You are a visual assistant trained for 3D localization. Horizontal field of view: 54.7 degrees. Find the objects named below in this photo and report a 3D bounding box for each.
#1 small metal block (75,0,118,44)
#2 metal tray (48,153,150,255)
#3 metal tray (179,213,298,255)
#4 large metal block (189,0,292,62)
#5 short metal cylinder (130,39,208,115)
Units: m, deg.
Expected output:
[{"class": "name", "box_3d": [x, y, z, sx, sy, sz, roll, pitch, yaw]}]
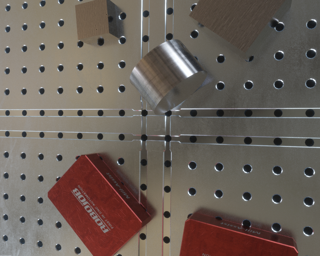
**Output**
[{"class": "small metal block", "box_3d": [-0.091, -0.152, 0.443, 0.050, 0.025, 0.050, -6, 88, 19]}, {"class": "metal tray", "box_3d": [-0.089, 0.111, 0.440, 0.090, 0.030, 0.130, -47, 76, 13]}, {"class": "metal tray", "box_3d": [0.090, 0.166, 0.378, 0.130, 0.030, 0.089, 10, 93, 19]}, {"class": "large metal block", "box_3d": [0.095, -0.138, 0.366, 0.080, 0.050, 0.080, 39, 102, 15]}, {"class": "short metal cylinder", "box_3d": [0.011, -0.061, 0.379, 0.080, 0.080, 0.050, -41, 78, 15]}]
